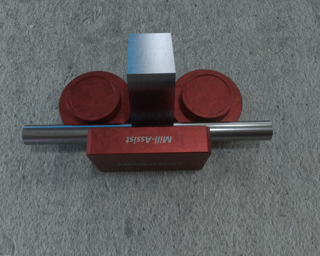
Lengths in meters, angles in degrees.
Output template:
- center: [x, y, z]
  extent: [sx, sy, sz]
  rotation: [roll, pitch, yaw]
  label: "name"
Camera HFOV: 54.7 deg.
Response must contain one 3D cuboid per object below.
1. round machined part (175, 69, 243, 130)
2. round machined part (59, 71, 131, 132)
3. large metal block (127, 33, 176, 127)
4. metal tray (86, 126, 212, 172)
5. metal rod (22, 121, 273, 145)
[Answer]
- center: [0.061, -0.037, 0.414]
  extent: [0.099, 0.042, 0.098]
  rotation: [0, 70, -1]
  label: "round machined part"
- center: [-0.085, -0.034, 0.410]
  extent: [0.099, 0.042, 0.098]
  rotation: [0, 70, -1]
  label: "round machined part"
- center: [-0.010, -0.057, 0.373]
  extent: [0.050, 0.080, 0.080]
  rotation: [-2, 47, -2]
  label: "large metal block"
- center: [-0.012, 0.027, 0.364]
  extent: [0.131, 0.090, 0.030]
  rotation: [-1, 70, -1]
  label: "metal tray"
- center: [-0.014, 0.006, 0.385]
  extent: [0.302, 0.025, 0.025]
  rotation: [-1, 70, -1]
  label: "metal rod"
